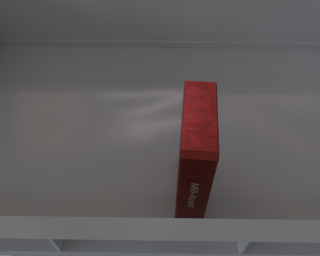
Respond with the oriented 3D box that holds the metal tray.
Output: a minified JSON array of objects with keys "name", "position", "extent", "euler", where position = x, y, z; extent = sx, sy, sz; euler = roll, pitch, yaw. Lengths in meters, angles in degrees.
[{"name":"metal tray","position":[0.035,0.028,0.314],"extent":[0.030,0.129,0.090],"euler":[4,50,3]}]
